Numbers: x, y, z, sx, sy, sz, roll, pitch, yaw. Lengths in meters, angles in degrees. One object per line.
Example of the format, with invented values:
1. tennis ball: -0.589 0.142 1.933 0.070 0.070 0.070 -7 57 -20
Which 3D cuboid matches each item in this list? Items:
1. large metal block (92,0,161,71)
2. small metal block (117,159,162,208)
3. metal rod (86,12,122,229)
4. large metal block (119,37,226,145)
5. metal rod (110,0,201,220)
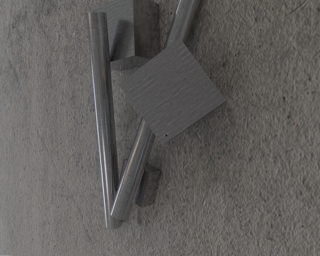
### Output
1. large metal block: -0.047 -0.128 0.428 0.080 0.050 0.080 -3 88 40
2. small metal block: -0.029 0.074 0.429 0.050 0.025 0.050 22 104 38
3. metal rod: -0.074 0.000 0.425 0.025 0.025 0.298 10 109 39
4. large metal block: 0.017 -0.039 0.345 0.080 0.050 0.080 -36 85 12
5. metal rod: -0.006 -0.026 0.389 0.025 0.025 0.298 23 98 37
